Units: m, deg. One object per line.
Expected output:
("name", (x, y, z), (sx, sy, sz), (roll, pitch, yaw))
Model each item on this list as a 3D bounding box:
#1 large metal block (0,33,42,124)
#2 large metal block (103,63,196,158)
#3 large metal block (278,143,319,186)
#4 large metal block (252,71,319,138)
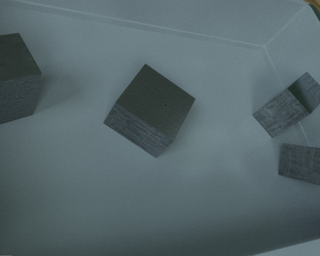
("large metal block", (-0.171, -0.041, 0.304), (0.081, 0.080, 0.050), (-23, 75, -37))
("large metal block", (-0.012, -0.022, 0.398), (0.080, 0.050, 0.080), (34, 51, -6))
("large metal block", (0.239, 0.056, 0.459), (0.081, 0.080, 0.050), (9, 90, -24))
("large metal block", (0.214, -0.038, 0.512), (0.081, 0.080, 0.050), (-33, 81, -38))
